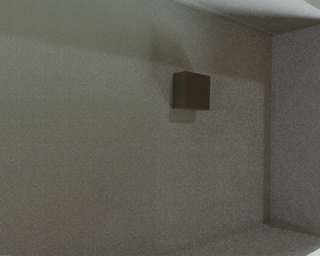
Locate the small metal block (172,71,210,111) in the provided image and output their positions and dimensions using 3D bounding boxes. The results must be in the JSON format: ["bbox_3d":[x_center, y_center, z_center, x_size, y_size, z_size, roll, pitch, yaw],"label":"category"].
[{"bbox_3d":[0.045,-0.051,0.443,0.050,0.025,0.050,2,89,-40],"label":"small metal block"}]
